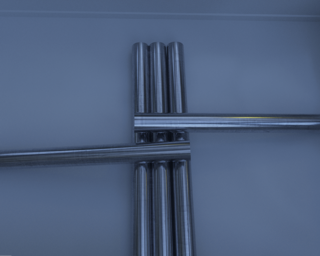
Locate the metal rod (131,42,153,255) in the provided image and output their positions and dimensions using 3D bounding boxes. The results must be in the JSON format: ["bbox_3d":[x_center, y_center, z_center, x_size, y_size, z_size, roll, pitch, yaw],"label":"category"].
[{"bbox_3d":[-0.024,0.023,0.400,0.025,0.025,0.299,-1,70,-1],"label":"metal rod"}]

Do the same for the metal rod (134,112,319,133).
[{"bbox_3d":[0.119,-0.006,0.394,0.302,0.025,0.025,0,70,-7],"label":"metal rod"}]

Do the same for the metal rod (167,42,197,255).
[{"bbox_3d":[0.026,0.022,0.401,0.025,0.025,0.299,-1,70,-1],"label":"metal rod"}]

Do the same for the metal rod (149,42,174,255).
[{"bbox_3d":[0.000,0.022,0.400,0.025,0.025,0.299,-1,70,-1],"label":"metal rod"}]

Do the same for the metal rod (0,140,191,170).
[{"bbox_3d":[-0.114,0.035,0.377,0.302,0.025,0.025,-3,70,5],"label":"metal rod"}]
